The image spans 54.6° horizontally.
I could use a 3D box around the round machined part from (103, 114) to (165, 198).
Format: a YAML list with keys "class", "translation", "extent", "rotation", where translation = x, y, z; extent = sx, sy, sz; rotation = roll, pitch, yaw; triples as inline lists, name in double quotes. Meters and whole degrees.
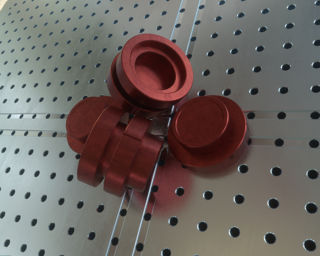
- class: "round machined part"
  translation: [-0.026, 0.037, 0.365]
  extent: [0.042, 0.098, 0.098]
  rotation: [23, 71, 3]

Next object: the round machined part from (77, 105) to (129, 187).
- class: "round machined part"
  translation: [-0.056, 0.026, 0.370]
  extent: [0.042, 0.098, 0.098]
  rotation: [22, 71, 3]

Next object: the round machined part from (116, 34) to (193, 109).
- class: "round machined part"
  translation: [-0.010, -0.069, 0.401]
  extent: [0.042, 0.099, 0.098]
  rotation: [-41, 35, 56]

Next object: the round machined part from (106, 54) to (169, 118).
- class: "round machined part"
  translation: [-0.026, -0.058, 0.426]
  extent: [0.042, 0.099, 0.098]
  rotation: [-41, 35, 56]

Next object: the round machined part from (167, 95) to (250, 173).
- class: "round machined part"
  translation: [0.053, 0.001, 0.370]
  extent: [0.098, 0.042, 0.098]
  rotation: [-13, 56, 21]

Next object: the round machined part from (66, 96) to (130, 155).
- class: "round machined part"
  translation: [-0.097, -0.007, 0.453]
  extent: [0.098, 0.042, 0.098]
  rotation: [-13, 56, 21]
